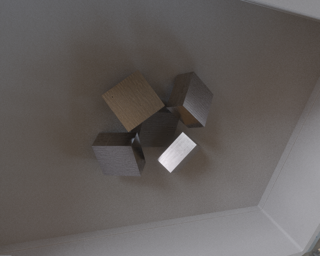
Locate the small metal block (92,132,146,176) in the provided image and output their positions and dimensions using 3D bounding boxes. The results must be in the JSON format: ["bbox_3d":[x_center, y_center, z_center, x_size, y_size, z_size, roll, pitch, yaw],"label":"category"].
[{"bbox_3d":[-0.050,0.033,0.384,0.050,0.025,0.050,-1,128,16],"label":"small metal block"}]

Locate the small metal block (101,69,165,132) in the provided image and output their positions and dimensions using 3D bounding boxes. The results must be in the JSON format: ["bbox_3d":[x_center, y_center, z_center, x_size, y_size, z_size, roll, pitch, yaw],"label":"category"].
[{"bbox_3d":[-0.030,-0.030,0.355,0.050,0.025,0.050,-36,92,-3],"label":"small metal block"}]

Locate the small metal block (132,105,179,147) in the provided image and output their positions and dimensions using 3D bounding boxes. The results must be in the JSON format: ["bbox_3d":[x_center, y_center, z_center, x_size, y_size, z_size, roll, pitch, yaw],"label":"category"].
[{"bbox_3d":[-0.007,-0.003,0.400,0.050,0.025,0.050,1,118,-29],"label":"small metal block"}]

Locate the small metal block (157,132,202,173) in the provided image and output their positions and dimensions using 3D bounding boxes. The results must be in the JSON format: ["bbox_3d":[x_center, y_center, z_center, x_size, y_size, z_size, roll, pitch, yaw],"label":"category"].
[{"bbox_3d":[0.029,0.035,0.429,0.050,0.025,0.050,-48,163,5],"label":"small metal block"}]

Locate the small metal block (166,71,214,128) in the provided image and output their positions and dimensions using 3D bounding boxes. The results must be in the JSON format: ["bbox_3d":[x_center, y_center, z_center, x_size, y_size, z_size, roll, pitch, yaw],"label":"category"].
[{"bbox_3d":[0.039,-0.034,0.390,0.050,0.025,0.050,40,58,-39],"label":"small metal block"}]
